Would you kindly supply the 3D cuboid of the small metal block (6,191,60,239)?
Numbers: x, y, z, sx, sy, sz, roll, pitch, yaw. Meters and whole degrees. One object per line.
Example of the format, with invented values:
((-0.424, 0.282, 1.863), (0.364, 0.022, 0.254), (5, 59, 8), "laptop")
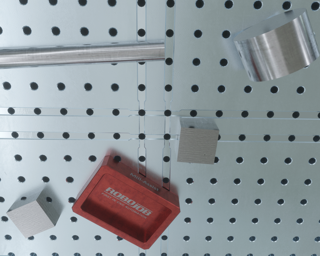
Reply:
((-0.187, 0.128, 0.458), (0.050, 0.025, 0.050), (-24, 109, 8), "small metal block")

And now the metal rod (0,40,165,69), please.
((-0.145, -0.087, 0.379), (0.302, 0.025, 0.025), (-3, 110, 0), "metal rod")

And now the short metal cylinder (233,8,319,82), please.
((0.131, -0.094, 0.351), (0.080, 0.080, 0.050), (-25, 109, 8), "short metal cylinder")

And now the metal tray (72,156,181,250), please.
((-0.048, 0.111, 0.450), (0.130, 0.030, 0.090), (33, 107, -12), "metal tray")

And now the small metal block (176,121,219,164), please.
((0.050, 0.020, 0.422), (0.050, 0.025, 0.050), (5, 110, -2), "small metal block")
